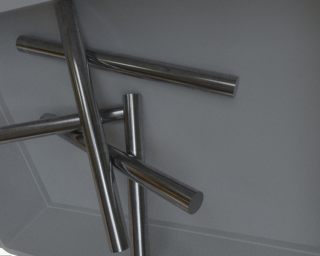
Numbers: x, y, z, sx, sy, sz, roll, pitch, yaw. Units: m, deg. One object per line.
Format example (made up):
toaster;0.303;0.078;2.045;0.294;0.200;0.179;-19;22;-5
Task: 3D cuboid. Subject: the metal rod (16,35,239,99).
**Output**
metal rod;-0.055;-0.081;0.385;0.301;0.025;0.025;15;125;19

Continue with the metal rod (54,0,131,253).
metal rod;-0.081;-0.005;0.369;0.025;0.025;0.298;-16;85;34

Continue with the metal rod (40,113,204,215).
metal rod;-0.073;0.031;0.402;0.300;0.025;0.025;22;129;39

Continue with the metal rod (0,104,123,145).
metal rod;-0.195;0.006;0.430;0.302;0.025;0.025;-10;116;3

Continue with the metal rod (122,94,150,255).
metal rod;-0.028;0.106;0.401;0.025;0.025;0.298;-3;89;29
